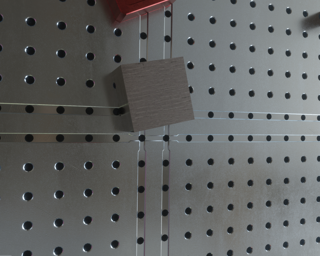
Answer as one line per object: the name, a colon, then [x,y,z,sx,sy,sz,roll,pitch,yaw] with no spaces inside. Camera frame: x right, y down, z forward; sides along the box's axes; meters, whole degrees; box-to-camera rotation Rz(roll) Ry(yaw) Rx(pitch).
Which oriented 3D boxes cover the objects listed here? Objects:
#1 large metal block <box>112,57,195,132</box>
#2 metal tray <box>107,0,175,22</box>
large metal block: [-0.009,-0.042,0.397,0.081,0.050,0.079,-12,95,-20]
metal tray: [-0.038,-0.214,0.396,0.091,0.030,0.129,-27,99,-18]
